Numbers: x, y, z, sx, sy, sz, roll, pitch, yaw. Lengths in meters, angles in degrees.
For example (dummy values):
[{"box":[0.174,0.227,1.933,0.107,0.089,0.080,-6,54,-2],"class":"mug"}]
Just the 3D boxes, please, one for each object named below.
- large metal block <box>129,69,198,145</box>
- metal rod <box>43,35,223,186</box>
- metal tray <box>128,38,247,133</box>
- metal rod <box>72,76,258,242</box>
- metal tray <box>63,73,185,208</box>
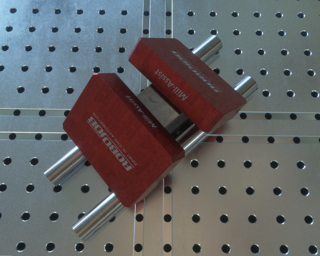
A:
[{"box":[0.001,-0.016,0.388,0.080,0.080,0.050,-40,75,-13],"class":"large metal block"},{"box":[-0.027,-0.032,0.423,0.301,0.025,0.025,-41,75,-14],"class":"metal rod"},{"box":[0.035,-0.057,0.375,0.130,0.030,0.091,45,32,14],"class":"metal tray"},{"box":[0.016,0.031,0.401,0.301,0.025,0.025,-40,75,-14],"class":"metal rod"},{"box":[-0.045,0.012,0.349,0.130,0.030,0.090,48,120,15],"class":"metal tray"}]
